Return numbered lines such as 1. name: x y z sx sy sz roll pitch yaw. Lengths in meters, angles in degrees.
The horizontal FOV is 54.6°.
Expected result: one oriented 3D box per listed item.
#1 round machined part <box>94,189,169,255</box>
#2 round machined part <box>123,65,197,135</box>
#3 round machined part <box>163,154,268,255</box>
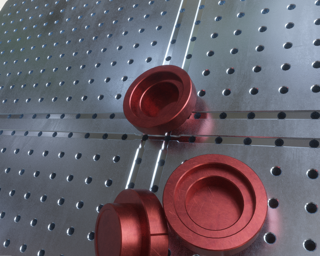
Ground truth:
1. round machined part: -0.035 0.112 0.318 0.098 0.042 0.098 -20 66 55
2. round machined part: 0.003 -0.033 0.417 0.098 0.042 0.098 -13 56 21
3. round machined part: 0.054 0.078 0.310 0.098 0.042 0.098 -4 53 6
